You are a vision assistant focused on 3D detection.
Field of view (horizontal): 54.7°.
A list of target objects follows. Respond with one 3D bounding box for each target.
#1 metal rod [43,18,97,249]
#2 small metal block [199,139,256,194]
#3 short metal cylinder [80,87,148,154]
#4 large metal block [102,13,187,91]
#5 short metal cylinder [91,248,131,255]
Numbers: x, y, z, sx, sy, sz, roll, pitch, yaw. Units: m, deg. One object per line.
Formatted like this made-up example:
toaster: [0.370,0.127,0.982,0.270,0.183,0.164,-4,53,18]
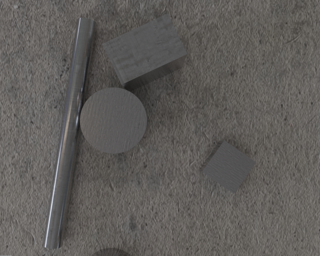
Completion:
metal rod: [-0.119,0.007,0.408,0.025,0.025,0.298,9,90,0]
small metal block: [0.089,0.050,0.411,0.050,0.025,0.050,35,90,0]
short metal cylinder: [-0.056,-0.009,0.397,0.081,0.050,0.080,0,90,0]
large metal block: [-0.017,-0.088,0.382,0.080,0.080,0.050,-25,90,0]
short metal cylinder: [-0.067,0.204,0.397,0.081,0.050,0.080,0,90,0]
